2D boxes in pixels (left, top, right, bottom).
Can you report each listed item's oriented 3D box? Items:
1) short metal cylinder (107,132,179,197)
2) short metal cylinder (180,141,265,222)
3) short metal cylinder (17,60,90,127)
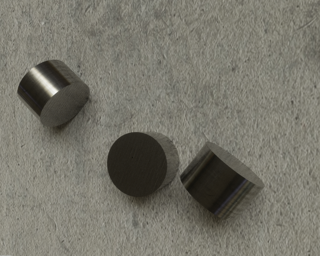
[{"bbox_3d":[-0.021,0.045,0.403,0.080,0.050,0.080,0,90,20],"label":"short metal cylinder"},{"bbox_3d":[0.071,0.059,0.355,0.080,0.080,0.050,39,103,16],"label":"short metal cylinder"},{"bbox_3d":[-0.146,-0.048,0.432,0.050,0.080,0.080,44,104,14],"label":"short metal cylinder"}]
